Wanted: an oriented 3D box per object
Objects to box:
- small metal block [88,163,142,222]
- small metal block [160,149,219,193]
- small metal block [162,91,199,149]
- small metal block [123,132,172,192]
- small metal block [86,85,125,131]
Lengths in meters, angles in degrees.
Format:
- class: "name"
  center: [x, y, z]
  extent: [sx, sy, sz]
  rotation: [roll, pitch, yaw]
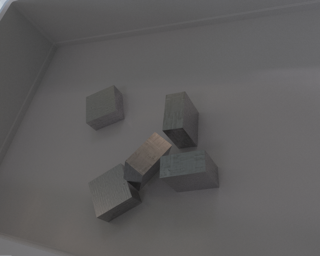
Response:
- class: "small metal block"
  center: [-0.057, 0.081, 0.386]
  extent: [0.050, 0.025, 0.050]
  rotation: [-32, 52, 8]
- class: "small metal block"
  center: [0.033, 0.049, 0.342]
  extent: [0.050, 0.050, 0.025]
  rotation: [-12, 57, 22]
- class: "small metal block"
  center: [0.027, -0.009, 0.381]
  extent: [0.025, 0.050, 0.050]
  rotation: [-8, 58, 24]
- class: "small metal block"
  center: [-0.015, 0.040, 0.361]
  extent: [0.025, 0.050, 0.050]
  rotation: [38, 61, 14]
- class: "small metal block"
  center: [-0.083, -0.030, 0.468]
  extent: [0.050, 0.025, 0.050]
  rotation: [-21, 54, 16]
